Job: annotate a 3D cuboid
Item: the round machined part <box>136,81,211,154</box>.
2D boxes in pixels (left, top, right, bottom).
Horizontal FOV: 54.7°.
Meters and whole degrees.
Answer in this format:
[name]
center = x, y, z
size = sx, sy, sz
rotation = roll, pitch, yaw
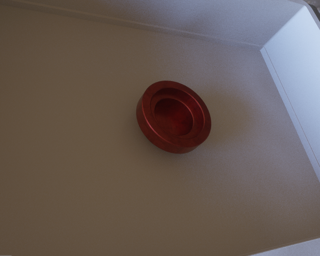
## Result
[round machined part]
center = 0.014, -0.010, 0.406
size = 0.099, 0.042, 0.098
rotation = 14, 56, -21
